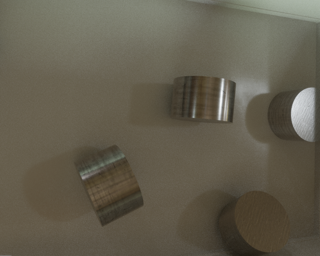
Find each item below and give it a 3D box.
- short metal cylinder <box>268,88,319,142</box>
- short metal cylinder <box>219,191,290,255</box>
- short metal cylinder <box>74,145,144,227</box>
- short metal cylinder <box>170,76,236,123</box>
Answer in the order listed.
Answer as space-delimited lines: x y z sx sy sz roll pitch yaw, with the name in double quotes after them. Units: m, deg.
0.215 -0.020 0.476 0.081 0.050 0.080 0 90 -20 "short metal cylinder"
0.129 0.133 0.427 0.081 0.050 0.080 8 59 -13 "short metal cylinder"
-0.060 0.066 0.359 0.050 0.080 0.080 -23 98 -18 "short metal cylinder"
0.056 -0.034 0.402 0.081 0.080 0.050 6 88 -20 "short metal cylinder"
